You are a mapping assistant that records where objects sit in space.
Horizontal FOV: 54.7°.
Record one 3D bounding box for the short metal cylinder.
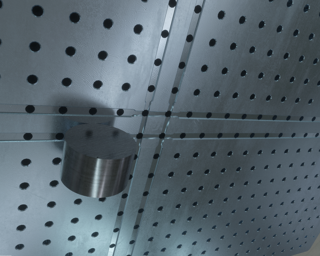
[{"bbox_3d":[-0.072,0.035,0.359,0.081,0.080,0.050,1,118,-29],"label":"short metal cylinder"}]
